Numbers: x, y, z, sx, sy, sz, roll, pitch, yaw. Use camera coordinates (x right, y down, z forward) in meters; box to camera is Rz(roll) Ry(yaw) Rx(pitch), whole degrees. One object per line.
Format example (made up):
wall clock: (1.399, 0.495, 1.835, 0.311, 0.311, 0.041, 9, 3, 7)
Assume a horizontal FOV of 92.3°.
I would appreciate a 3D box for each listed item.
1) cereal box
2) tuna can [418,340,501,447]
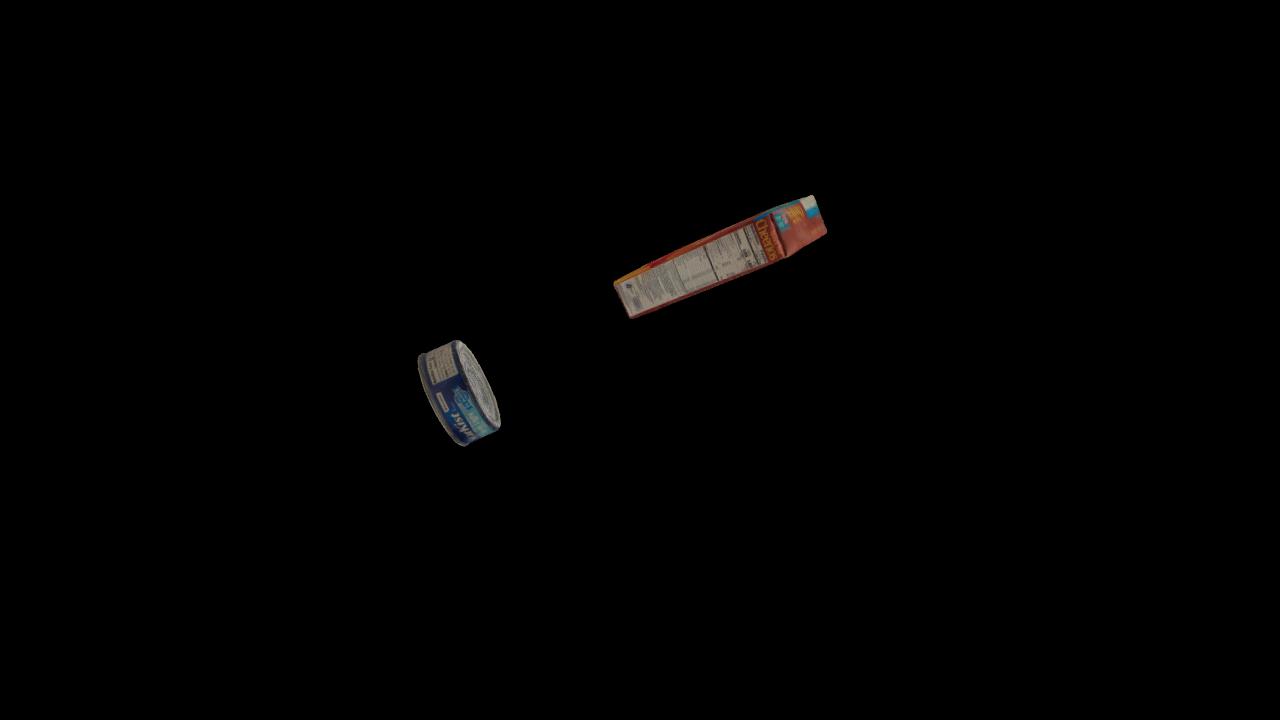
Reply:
cereal box: (0.132, -0.170, 1.017, 0.306, 0.081, 0.203, -19, 9, 38)
tuna can: (-0.146, 0.027, 0.506, 0.034, 0.084, 0.084, -24, 2, -4)
